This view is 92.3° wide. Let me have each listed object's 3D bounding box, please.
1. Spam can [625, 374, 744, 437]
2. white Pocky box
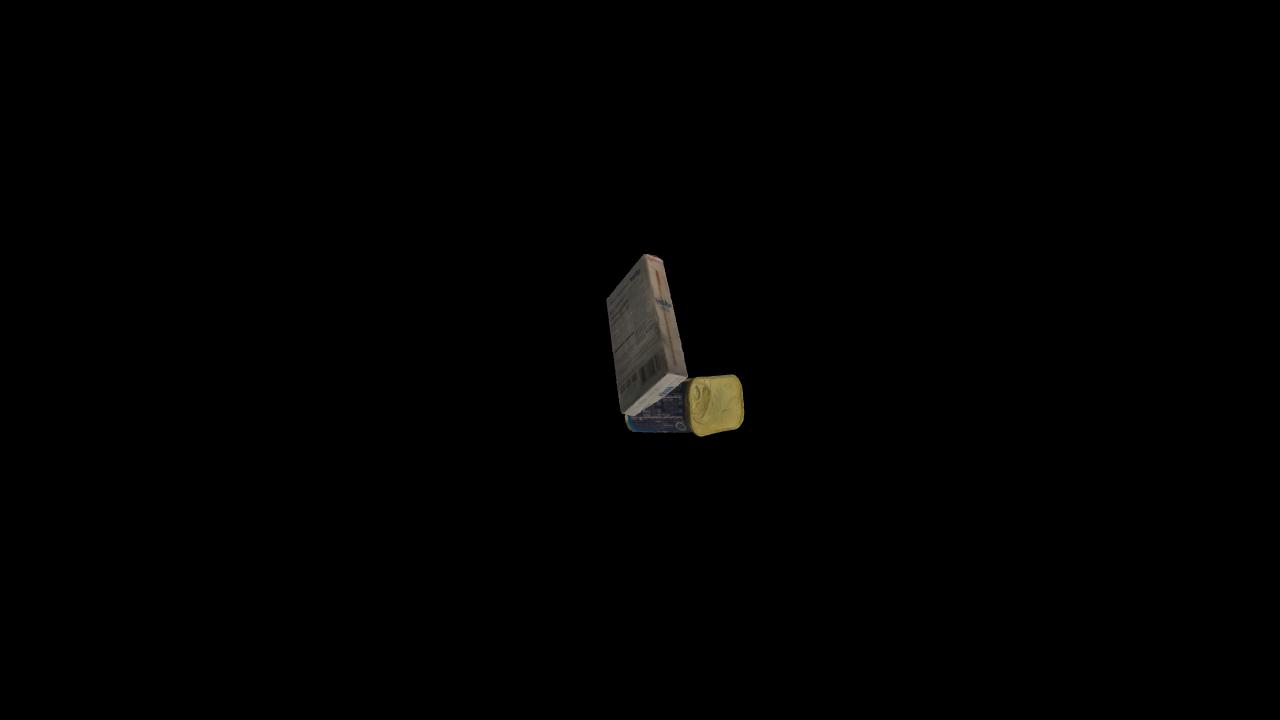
[{"bbox_3d":[0.046,0.047,0.640,0.085,0.058,0.101,-5,-3,39],"label":"Spam can"},{"bbox_3d":[0.003,-0.027,0.636,0.028,0.154,0.084,15,-41,-31],"label":"white Pocky box"}]
